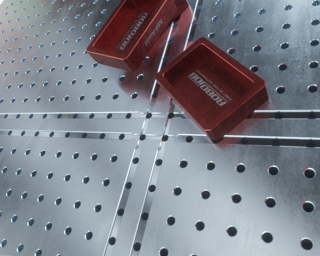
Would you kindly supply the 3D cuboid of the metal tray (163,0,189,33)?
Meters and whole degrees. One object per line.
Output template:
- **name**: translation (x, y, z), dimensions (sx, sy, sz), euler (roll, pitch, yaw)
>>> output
- **metal tray**: translation (-0.026, -0.191, 0.533), dimensions (0.130, 0.030, 0.090), euler (-48, 52, -7)

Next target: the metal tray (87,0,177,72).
- **metal tray**: translation (-0.044, -0.153, 0.481), dimensions (0.090, 0.030, 0.130), euler (21, 72, 35)

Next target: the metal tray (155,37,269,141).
- **metal tray**: translation (0.063, -0.055, 0.404), dimensions (0.090, 0.030, 0.130), euler (-40, 51, 1)
